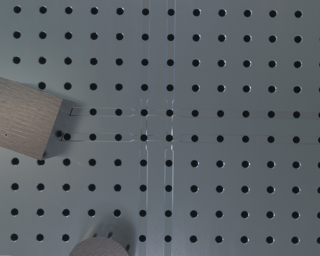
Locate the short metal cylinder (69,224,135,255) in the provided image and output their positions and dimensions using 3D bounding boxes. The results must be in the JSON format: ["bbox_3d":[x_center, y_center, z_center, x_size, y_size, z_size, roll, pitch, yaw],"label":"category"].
[{"bbox_3d":[-0.074,0.172,0.400,0.081,0.050,0.079,0,90,0],"label":"short metal cylinder"}]

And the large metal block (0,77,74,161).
[{"bbox_3d":[-0.169,-0.011,0.399,0.080,0.050,0.080,19,90,0],"label":"large metal block"}]
